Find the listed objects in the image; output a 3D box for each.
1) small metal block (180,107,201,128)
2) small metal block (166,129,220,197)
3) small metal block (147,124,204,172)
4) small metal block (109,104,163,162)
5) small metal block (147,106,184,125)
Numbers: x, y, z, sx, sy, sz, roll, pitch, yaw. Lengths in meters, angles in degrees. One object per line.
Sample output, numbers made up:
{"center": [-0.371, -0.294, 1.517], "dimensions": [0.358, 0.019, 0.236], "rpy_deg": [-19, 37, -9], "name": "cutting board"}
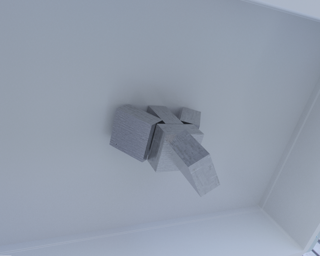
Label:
{"center": [0.034, 0.006, 0.410], "dimensions": [0.025, 0.050, 0.050], "rpy_deg": [16, 115, 2], "name": "small metal block"}
{"center": [0.036, 0.037, 0.335], "dimensions": [0.025, 0.050, 0.050], "rpy_deg": [-31, 128, -8], "name": "small metal block"}
{"center": [0.018, 0.023, 0.364], "dimensions": [0.050, 0.025, 0.050], "rpy_deg": [1, 118, -29], "name": "small metal block"}
{"center": [-0.030, 0.006, 0.374], "dimensions": [0.025, 0.050, 0.050], "rpy_deg": [-27, 138, -56], "name": "small metal block"}
{"center": [0.001, 0.005, 0.393], "dimensions": [0.025, 0.050, 0.050], "rpy_deg": [1, 118, -29], "name": "small metal block"}
